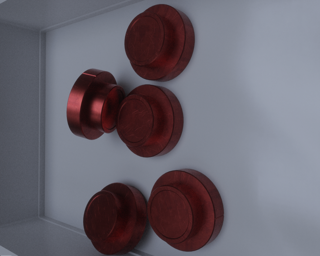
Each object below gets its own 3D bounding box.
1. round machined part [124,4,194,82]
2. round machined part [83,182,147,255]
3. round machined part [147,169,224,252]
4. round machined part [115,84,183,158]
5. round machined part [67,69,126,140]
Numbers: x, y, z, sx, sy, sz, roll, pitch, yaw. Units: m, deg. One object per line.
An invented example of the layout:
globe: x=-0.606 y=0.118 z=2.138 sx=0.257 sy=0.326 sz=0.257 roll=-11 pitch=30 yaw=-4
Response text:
round machined part: x=-0.008 y=-0.111 z=0.400 sx=0.098 sy=0.042 sz=0.097 roll=0 pitch=90 yaw=39
round machined part: x=-0.069 y=0.124 z=0.432 sx=0.098 sy=0.042 sz=0.098 roll=-18 pitch=60 yaw=35
round machined part: x=0.023 y=0.100 z=0.375 sx=0.098 sy=0.042 sz=0.097 roll=0 pitch=90 yaw=39
round machined part: x=-0.021 y=-0.009 z=0.411 sx=0.098 sy=0.042 sz=0.097 roll=0 pitch=90 yaw=39
round machined part: x=-0.081 y=-0.030 z=0.429 sx=0.042 sy=0.098 sz=0.097 roll=15 pitch=100 yaw=17
